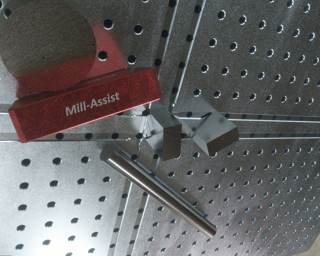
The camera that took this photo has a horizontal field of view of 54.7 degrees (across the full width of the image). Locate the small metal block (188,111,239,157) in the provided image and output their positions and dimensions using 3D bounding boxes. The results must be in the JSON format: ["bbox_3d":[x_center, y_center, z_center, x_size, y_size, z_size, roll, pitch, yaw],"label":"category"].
[{"bbox_3d":[0.076,0.007,0.443,0.050,0.050,0.025,-28,128,-11],"label":"small metal block"}]

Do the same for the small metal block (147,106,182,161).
[{"bbox_3d":[0.005,0.007,0.403,0.025,0.050,0.050,-13,124,-22],"label":"small metal block"}]

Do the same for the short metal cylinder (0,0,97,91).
[{"bbox_3d":[-0.105,-0.081,0.288,0.081,0.050,0.079,-14,124,-21],"label":"short metal cylinder"}]

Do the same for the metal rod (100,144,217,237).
[{"bbox_3d":[0.014,0.113,0.490,0.025,0.025,0.300,-44,130,2],"label":"metal rod"}]

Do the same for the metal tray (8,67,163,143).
[{"bbox_3d":[-0.074,-0.029,0.308,0.131,0.090,0.030,-20,106,-17],"label":"metal tray"}]
